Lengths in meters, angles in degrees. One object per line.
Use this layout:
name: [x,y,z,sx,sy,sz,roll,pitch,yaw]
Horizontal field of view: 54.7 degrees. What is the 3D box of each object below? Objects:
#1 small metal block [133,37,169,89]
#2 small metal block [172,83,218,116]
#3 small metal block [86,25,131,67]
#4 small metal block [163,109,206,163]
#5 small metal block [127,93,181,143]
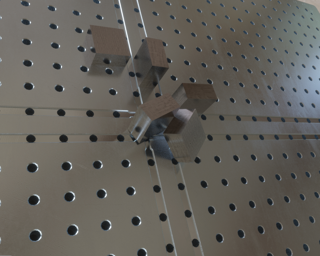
small metal block: [-0.014,-0.092,0.442,0.025,0.050,0.050,2,61,-28]
small metal block: [0.044,-0.039,0.441,0.050,0.050,0.025,-2,63,-30]
small metal block: [-0.074,-0.116,0.440,0.050,0.025,0.050,-2,63,-30]
small metal block: [0.034,0.010,0.406,0.050,0.025,0.050,-56,134,-39]
small metal block: [-0.008,-0.013,0.395,0.050,0.050,0.025,-28,71,-37]
